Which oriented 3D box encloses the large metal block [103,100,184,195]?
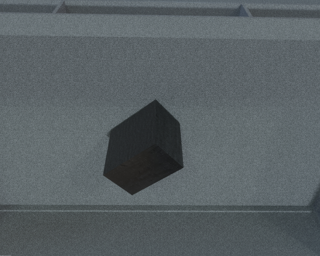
[{"bbox_3d":[-0.020,0.025,0.390,0.080,0.080,0.050,-32,123,24],"label":"large metal block"}]
